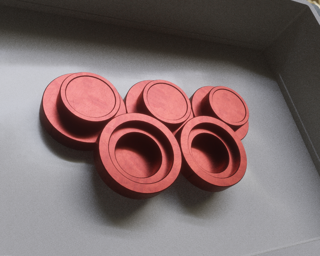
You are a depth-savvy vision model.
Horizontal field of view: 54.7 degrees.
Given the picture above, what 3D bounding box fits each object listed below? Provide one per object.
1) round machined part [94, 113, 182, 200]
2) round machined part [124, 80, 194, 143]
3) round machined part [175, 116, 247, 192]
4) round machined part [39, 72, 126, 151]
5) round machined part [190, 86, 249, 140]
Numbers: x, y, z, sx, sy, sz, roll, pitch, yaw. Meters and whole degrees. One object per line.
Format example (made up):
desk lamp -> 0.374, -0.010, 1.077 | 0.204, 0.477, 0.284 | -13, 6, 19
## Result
round machined part -> -0.028, 0.035, 0.356 | 0.099, 0.042, 0.098 | 14, 56, -21
round machined part -> 0.001, -0.024, 0.407 | 0.099, 0.042, 0.098 | 13, 56, -20
round machined part -> 0.060, 0.036, 0.402 | 0.099, 0.042, 0.098 | 14, 56, -21
round machined part -> -0.085, -0.026, 0.361 | 0.099, 0.042, 0.098 | 14, 55, -21
round machined part -> 0.090, -0.022, 0.453 | 0.099, 0.042, 0.098 | 13, 56, -20
